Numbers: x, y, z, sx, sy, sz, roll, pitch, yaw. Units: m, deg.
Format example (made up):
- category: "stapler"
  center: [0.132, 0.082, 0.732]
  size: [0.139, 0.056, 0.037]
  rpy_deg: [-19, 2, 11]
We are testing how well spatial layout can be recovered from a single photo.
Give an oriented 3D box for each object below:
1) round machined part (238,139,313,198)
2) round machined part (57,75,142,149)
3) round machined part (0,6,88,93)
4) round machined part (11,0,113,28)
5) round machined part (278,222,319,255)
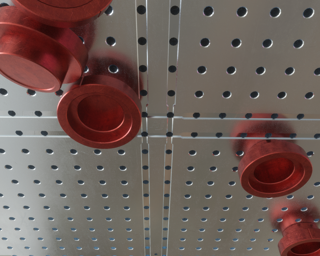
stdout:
- category: "round machined part"
  center: [0.162, 0.054, 0.448]
  size: [0.099, 0.042, 0.097]
  rpy_deg: [0, 130, 0]
- category: "round machined part"
  center: [-0.071, -0.024, 0.380]
  size: [0.099, 0.042, 0.097]
  rpy_deg: [0, 130, 0]
- category: "round machined part"
  center: [-0.127, -0.070, 0.312]
  size: [0.098, 0.042, 0.098]
  rpy_deg: [11, 158, 5]
- category: "round machined part"
  center: [-0.085, -0.135, 0.264]
  size: [0.099, 0.042, 0.097]
  rpy_deg: [-1, 94, -19]
- category: "round machined part"
  center: [0.273, 0.215, 0.585]
  size: [0.099, 0.042, 0.097]
  rpy_deg: [0, 130, 0]
